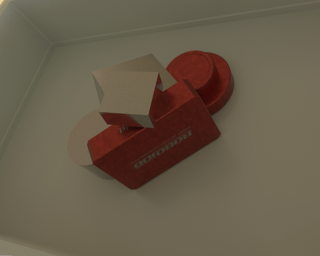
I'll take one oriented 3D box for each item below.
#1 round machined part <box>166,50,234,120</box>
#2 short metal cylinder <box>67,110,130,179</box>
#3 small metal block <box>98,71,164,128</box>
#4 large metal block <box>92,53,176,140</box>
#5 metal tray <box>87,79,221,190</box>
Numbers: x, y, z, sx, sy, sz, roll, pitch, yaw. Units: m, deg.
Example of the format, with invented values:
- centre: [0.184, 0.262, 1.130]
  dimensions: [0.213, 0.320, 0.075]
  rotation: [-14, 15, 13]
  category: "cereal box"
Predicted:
- centre: [0.044, -0.063, 0.407]
  dimensions: [0.098, 0.042, 0.098]
  rotation: [-13, 56, 20]
  category: "round machined part"
- centre: [-0.074, 0.022, 0.411]
  dimensions: [0.080, 0.050, 0.080]
  rotation: [-13, 56, 20]
  category: "short metal cylinder"
- centre: [-0.028, -0.029, 0.313]
  dimensions: [0.050, 0.025, 0.050]
  rotation: [4, 62, 15]
  category: "small metal block"
- centre: [-0.027, -0.039, 0.379]
  dimensions: [0.081, 0.050, 0.080]
  rotation: [-22, 49, -16]
  category: "large metal block"
- centre: [-0.003, 0.013, 0.354]
  dimensions: [0.130, 0.090, 0.030]
  rotation: [-33, 51, 6]
  category: "metal tray"
